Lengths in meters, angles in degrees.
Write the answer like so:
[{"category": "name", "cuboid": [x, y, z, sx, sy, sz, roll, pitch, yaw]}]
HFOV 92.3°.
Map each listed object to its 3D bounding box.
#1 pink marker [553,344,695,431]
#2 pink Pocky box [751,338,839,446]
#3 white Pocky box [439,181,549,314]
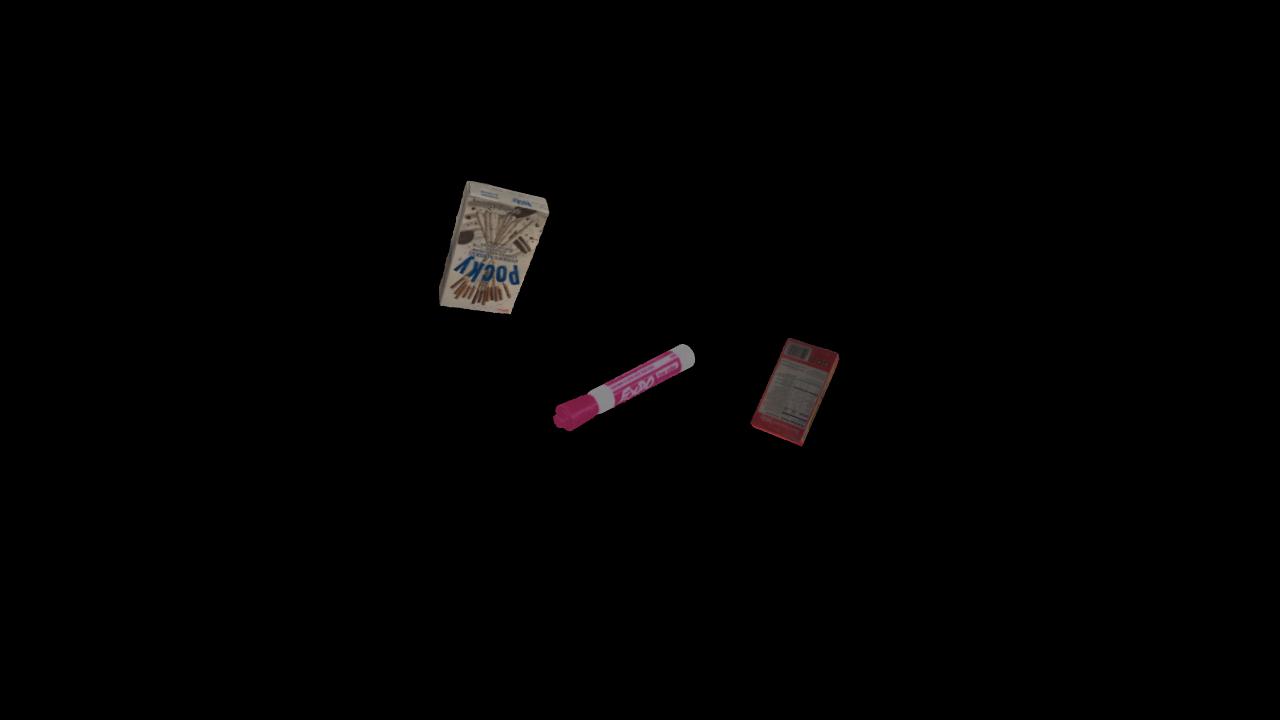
[{"category": "pink marker", "cuboid": [-0.009, 0.018, 0.424, 0.121, 0.020, 0.020, -26, 16, -37]}, {"category": "pink Pocky box", "cuboid": [0.242, 0.049, 0.962, 0.084, 0.155, 0.029, 20, -11, 30]}, {"category": "white Pocky box", "cuboid": [-0.160, -0.114, 0.659, 0.084, 0.028, 0.154, 6, -43, -27]}]
